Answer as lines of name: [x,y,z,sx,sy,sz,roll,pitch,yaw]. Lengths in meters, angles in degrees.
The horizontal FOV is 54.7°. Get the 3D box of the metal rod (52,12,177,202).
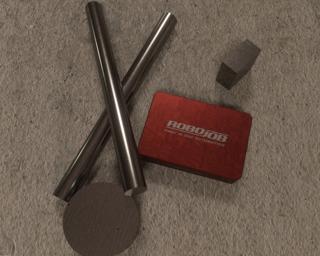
metal rod: [-0.052,-0.040,0.421,0.025,0.025,0.300,25,72,8]

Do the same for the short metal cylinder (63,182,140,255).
short metal cylinder: [-0.064,0.106,0.355,0.081,0.050,0.080,0,70,0]

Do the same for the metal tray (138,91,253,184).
metal tray: [0.045,0.012,0.402,0.131,0.030,0.090,14,70,5]

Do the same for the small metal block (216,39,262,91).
small metal block: [0.107,-0.086,0.428,0.025,0.050,0.050,43,75,13]

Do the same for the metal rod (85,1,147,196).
metal rod: [-0.064,-0.058,0.403,0.025,0.025,0.299,-14,62,-5]
